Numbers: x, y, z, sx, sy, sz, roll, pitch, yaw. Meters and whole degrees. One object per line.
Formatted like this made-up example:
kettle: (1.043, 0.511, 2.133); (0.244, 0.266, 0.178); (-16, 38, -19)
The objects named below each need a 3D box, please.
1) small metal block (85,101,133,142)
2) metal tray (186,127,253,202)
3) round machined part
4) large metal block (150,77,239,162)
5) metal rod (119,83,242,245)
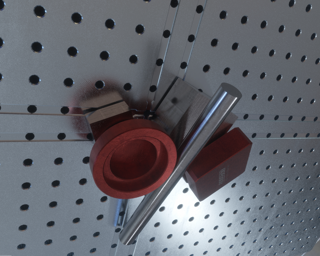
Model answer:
small metal block: (-0.058, 0.001, 0.377); (0.050, 0.025, 0.050); (-20, 126, -17)
metal tray: (0.084, 0.058, 0.453); (0.090, 0.030, 0.130); (-33, 154, -6)
round machined part: (-0.033, 0.032, 0.362); (0.099, 0.042, 0.097); (-12, 124, -18)
large metal block: (0.041, -0.007, 0.409); (0.080, 0.050, 0.080); (25, 105, -37)
metal rod: (0.010, 0.067, 0.402); (0.025, 0.025, 0.298); (6, 131, -31)
